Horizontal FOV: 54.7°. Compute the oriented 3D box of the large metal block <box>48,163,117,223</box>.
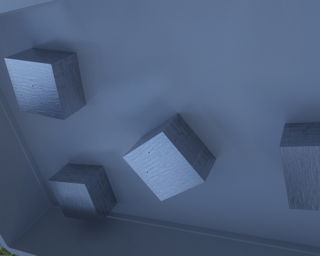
[{"bbox_3d":[-0.130,0.109,0.529,0.080,0.050,0.080,-1,118,28],"label":"large metal block"}]

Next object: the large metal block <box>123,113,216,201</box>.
[{"bbox_3d":[0.013,0.040,0.411,0.080,0.050,0.080,-34,100,38],"label":"large metal block"}]

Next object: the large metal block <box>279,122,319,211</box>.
[{"bbox_3d":[0.176,0.040,0.324,0.080,0.050,0.080,-4,117,30],"label":"large metal block"}]

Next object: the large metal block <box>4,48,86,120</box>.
[{"bbox_3d":[-0.159,-0.064,0.437,0.080,0.050,0.079,11,123,22],"label":"large metal block"}]
